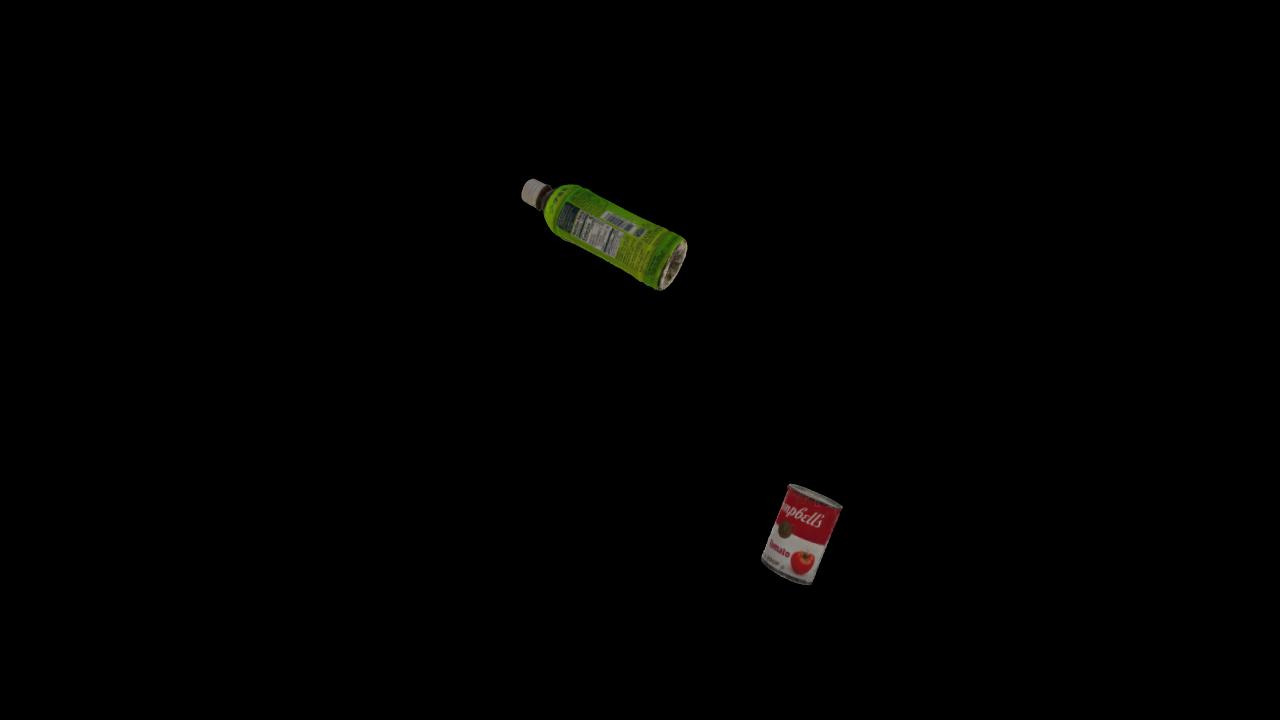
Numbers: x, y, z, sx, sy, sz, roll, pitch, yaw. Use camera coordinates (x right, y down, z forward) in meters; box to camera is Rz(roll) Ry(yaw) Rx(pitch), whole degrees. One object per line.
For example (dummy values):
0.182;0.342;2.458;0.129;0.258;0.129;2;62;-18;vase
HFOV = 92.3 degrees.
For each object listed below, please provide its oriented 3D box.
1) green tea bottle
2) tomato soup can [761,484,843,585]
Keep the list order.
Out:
-0.048;-0.160;0.736;0.212;0.073;0.073;31;6;11;green tea bottle
0.195;0.211;0.748;0.068;0.101;0.068;21;2;-1;tomato soup can
